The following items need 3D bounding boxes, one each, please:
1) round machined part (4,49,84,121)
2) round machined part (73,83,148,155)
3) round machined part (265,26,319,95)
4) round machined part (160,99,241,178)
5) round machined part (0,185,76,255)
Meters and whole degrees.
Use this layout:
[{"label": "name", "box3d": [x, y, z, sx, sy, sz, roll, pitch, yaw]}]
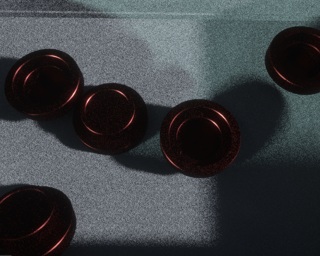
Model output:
[{"label": "round machined part", "box3d": [-0.150, -0.054, 0.417, 0.099, 0.042, 0.098, -1, 68, 3]}, {"label": "round machined part", "box3d": [-0.065, -0.016, 0.406, 0.099, 0.042, 0.098, 0, 70, 0]}, {"label": "round machined part", "box3d": [0.196, -0.090, 0.434, 0.099, 0.042, 0.098, 0, 70, 0]}, {"label": "round machined part", "box3d": [0.049, 0.016, 0.395, 0.099, 0.042, 0.098, 0, 70, 0]}, {"label": "round machined part", "box3d": [-0.146, 0.102, 0.340, 0.099, 0.042, 0.098, 0, 41, 1]}]
